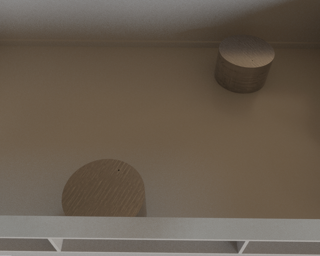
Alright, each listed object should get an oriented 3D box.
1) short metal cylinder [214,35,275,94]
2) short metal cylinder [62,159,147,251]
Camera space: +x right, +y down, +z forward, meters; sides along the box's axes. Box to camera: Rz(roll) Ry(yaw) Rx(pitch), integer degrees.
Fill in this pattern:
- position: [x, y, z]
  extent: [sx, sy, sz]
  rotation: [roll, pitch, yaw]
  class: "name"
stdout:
- position: [0.127, -0.098, 0.472]
  extent: [0.080, 0.050, 0.080]
  rotation: [0, 50, 0]
  class: "short metal cylinder"
- position: [-0.055, 0.079, 0.322]
  extent: [0.080, 0.050, 0.080]
  rotation: [0, 50, 0]
  class: "short metal cylinder"
